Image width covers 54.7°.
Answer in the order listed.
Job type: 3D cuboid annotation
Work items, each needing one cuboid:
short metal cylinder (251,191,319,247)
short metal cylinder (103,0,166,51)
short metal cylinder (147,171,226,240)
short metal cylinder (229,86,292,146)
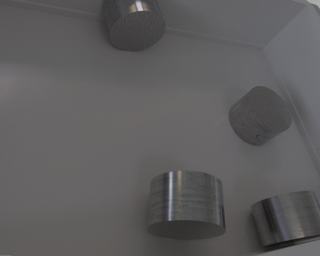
[{"bbox_3d":[0.161,0.115,0.386,0.081,0.080,0.050,4,60,-26],"label":"short metal cylinder"},{"bbox_3d":[-0.037,-0.156,0.446,0.081,0.080,0.050,-3,63,-30],"label":"short metal cylinder"},{"bbox_3d":[0.028,0.085,0.333,0.081,0.080,0.050,16,56,-20],"label":"short metal cylinder"},{"bbox_3d":[0.156,-0.018,0.484,0.081,0.050,0.080,14,56,-21],"label":"short metal cylinder"}]
